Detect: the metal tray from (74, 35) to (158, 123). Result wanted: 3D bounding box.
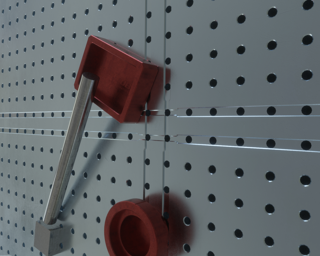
[{"bbox_3d":[-0.070,-0.074,0.461,0.130,0.030,0.089,35,111,34],"label":"metal tray"}]

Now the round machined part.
[{"bbox_3d":[-0.027,0.144,0.419,0.098,0.042,0.097,0,90,39],"label":"round machined part"}]

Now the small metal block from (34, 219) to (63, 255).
[{"bbox_3d":[-0.209,0.204,0.578,0.050,0.025,0.050,12,98,39],"label":"small metal block"}]

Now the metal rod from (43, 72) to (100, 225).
[{"bbox_3d":[-0.151,0.048,0.507,0.025,0.025,0.298,42,122,32],"label":"metal rod"}]
